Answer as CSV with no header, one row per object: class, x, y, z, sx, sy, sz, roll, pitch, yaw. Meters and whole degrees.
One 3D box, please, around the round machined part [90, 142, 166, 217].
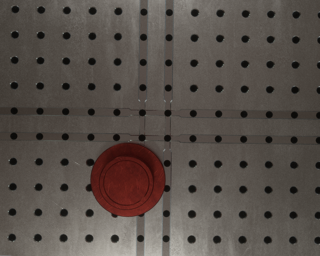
round machined part,-0.042,0.068,0.404,0.099,0.042,0.097,0,90,-1
